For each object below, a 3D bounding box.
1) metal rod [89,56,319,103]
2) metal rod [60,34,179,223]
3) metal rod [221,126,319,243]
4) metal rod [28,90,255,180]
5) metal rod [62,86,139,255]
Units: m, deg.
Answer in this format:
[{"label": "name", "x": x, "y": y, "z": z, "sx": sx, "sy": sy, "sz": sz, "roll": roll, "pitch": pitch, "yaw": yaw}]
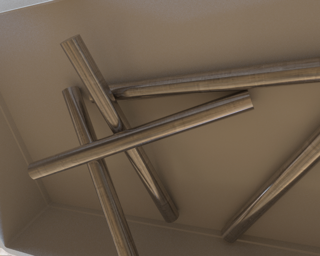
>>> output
[{"label": "metal rod", "x": 0.042, "y": -0.051, "z": 0.353, "sx": 0.300, "sy": 0.025, "sz": 0.025, "roll": -2, "pitch": 117, "yaw": 29}, {"label": "metal rod", "x": -0.042, "y": 0.019, "z": 0.417, "sx": 0.025, "sy": 0.025, "sz": 0.299, "roll": -9, "pitch": 121, "yaw": 32}, {"label": "metal rod", "x": 0.153, "y": 0.051, "z": 0.359, "sx": 0.025, "sy": 0.025, "sz": 0.298, "roll": 32, "pitch": 128, "yaw": 7}, {"label": "metal rod", "x": -0.037, "y": 0.014, "z": 0.382, "sx": 0.301, "sy": 0.025, "sz": 0.025, "roll": -19, "pitch": 110, "yaw": 17}, {"label": "metal rod", "x": -0.074, "y": 0.083, "z": 0.421, "sx": 0.025, "sy": 0.025, "sz": 0.299, "roll": -28, "pitch": 79, "yaw": 37}]
